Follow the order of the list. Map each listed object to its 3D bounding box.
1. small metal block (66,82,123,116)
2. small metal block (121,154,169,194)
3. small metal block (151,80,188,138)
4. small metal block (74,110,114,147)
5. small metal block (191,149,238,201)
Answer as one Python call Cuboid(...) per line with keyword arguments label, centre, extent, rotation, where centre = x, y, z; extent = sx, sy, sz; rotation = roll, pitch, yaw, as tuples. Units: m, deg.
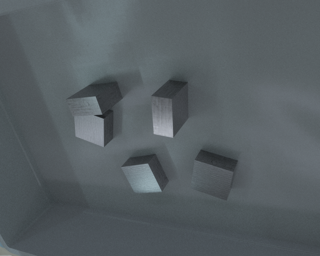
Cuboid(label="small metal block", centre=(-0.087, -0.039, 0.414), extent=(0.050, 0.050, 0.025), rotation=(-2, 117, 29))
Cuboid(label="small metal block", centre=(-0.022, 0.069, 0.463), extent=(0.050, 0.025, 0.050), rotation=(-12, 113, 33))
Cuboid(label="small metal block", centre=(0.013, -0.024, 0.371), extent=(0.025, 0.050, 0.050), rotation=(11, 123, 22))
Cuboid(label="small metal block", centre=(-0.097, -0.006, 0.456), extent=(0.050, 0.025, 0.050), rotation=(19, 126, 17))
Cuboid(label="small metal block", centre=(0.071, 0.062, 0.410), extent=(0.050, 0.025, 0.050), rotation=(16, 125, 19))
